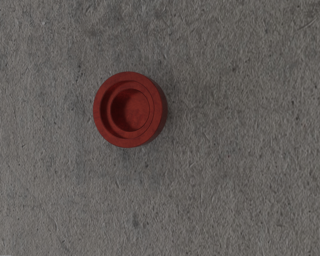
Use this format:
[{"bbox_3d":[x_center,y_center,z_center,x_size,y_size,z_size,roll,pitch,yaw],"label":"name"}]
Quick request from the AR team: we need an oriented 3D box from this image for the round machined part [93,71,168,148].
[{"bbox_3d":[-0.036,-0.023,0.413,0.098,0.042,0.097,0,90,20],"label":"round machined part"}]
